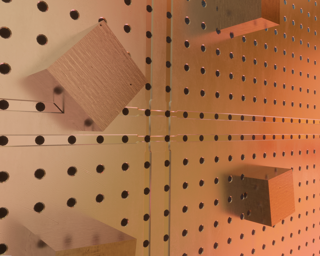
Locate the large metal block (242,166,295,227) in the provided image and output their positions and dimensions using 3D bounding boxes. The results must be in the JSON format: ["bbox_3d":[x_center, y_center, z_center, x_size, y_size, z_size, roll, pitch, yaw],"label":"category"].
[{"bbox_3d":[0.196,0.119,0.556,0.081,0.050,0.080,-11,97,-39],"label":"large metal block"}]

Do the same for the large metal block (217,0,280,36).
[{"bbox_3d":[0.138,-0.197,0.487,0.050,0.080,0.080,0,90,-40],"label":"large metal block"}]

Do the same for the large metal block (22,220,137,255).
[{"bbox_3d":[-0.081,0.128,0.305,0.081,0.080,0.050,8,85,-40],"label":"large metal block"}]

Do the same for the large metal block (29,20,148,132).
[{"bbox_3d":[-0.073,-0.053,0.331,0.080,0.050,0.080,-52,121,-27],"label":"large metal block"}]
